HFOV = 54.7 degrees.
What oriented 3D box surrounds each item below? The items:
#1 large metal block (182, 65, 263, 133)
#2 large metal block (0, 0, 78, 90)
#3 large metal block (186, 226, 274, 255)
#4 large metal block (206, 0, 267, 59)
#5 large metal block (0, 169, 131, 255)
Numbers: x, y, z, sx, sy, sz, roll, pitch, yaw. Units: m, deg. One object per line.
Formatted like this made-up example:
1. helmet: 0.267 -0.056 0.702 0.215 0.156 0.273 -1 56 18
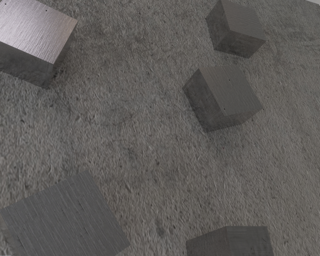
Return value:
1. large metal block: 0.093 -0.046 0.465 0.081 0.050 0.080 -12 68 -33
2. large metal block: -0.155 -0.104 0.368 0.080 0.050 0.080 23 53 -15
3. large metal block: 0.072 0.150 0.316 0.050 0.080 0.080 9 58 -24
4. large metal block: 0.139 -0.183 0.574 0.081 0.050 0.080 7 59 -25
5. large metal block: -0.088 0.097 0.281 0.081 0.050 0.080 -24 75 -36
